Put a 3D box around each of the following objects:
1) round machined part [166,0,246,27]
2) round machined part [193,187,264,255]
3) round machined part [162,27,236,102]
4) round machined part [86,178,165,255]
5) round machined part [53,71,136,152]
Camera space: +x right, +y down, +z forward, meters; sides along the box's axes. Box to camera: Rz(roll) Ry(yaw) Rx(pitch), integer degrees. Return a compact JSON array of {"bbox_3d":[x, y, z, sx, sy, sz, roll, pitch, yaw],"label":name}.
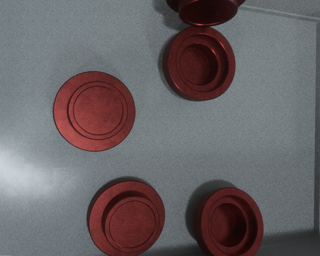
[{"bbox_3d":[0.056,-0.154,0.365,0.099,0.098,0.042,2,81,-20],"label":"round machined part"},{"bbox_3d":[0.089,0.133,0.425,0.099,0.042,0.098,7,72,-21],"label":"round machined part"},{"bbox_3d":[0.049,-0.084,0.419,0.099,0.042,0.097,0,90,-20],"label":"round machined part"},{"bbox_3d":[-0.039,0.115,0.387,0.099,0.042,0.097,0,90,-20],"label":"round machined part"},{"bbox_3d":[-0.077,-0.020,0.373,0.099,0.042,0.097,0,90,-20],"label":"round machined part"}]
